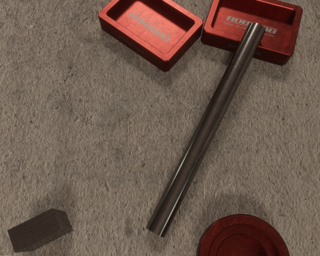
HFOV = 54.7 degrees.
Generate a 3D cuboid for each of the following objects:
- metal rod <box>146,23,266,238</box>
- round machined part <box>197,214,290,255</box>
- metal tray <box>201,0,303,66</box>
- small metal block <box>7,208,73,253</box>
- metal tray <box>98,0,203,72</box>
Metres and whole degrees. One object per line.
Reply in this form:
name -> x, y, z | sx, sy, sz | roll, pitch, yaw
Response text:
metal rod -> 0.063, -0.007, 0.394 | 0.025, 0.025, 0.300 | 26, 78, 9
round machined part -> 0.089, 0.148, 0.346 | 0.099, 0.042, 0.098 | 0, 70, -1
metal tray -> 0.136, -0.154, 0.463 | 0.131, 0.030, 0.090 | 18, 71, 6
small metal block -> -0.133, 0.116, 0.351 | 0.050, 0.050, 0.025 | -26, 73, -9
metal tray -> -0.014, -0.154, 0.461 | 0.130, 0.030, 0.090 | 37, 74, 12
